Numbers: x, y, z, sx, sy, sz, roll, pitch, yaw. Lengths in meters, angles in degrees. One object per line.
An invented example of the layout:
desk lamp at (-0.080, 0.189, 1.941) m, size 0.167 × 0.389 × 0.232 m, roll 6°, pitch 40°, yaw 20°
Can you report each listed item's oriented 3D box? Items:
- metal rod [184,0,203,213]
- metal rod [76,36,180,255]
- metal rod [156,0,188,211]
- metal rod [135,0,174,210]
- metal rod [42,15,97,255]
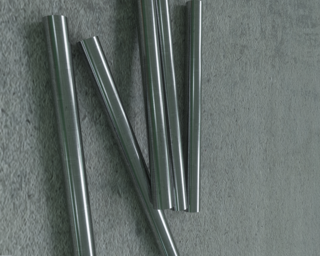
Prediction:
metal rod at (0.047, -0.031, 0.446) m, size 0.025 × 0.025 × 0.298 m, roll 1°, pitch 89°, yaw -40°
metal rod at (-0.032, 0.039, 0.379) m, size 0.025 × 0.025 × 0.298 m, roll -31°, pitch 110°, yaw -36°
metal rod at (0.012, -0.037, 0.416) m, size 0.025 × 0.025 × 0.298 m, roll -9°, pitch 96°, yaw -40°
metal rod at (-0.009, -0.053, 0.381) m, size 0.025 × 0.025 × 0.298 m, roll -3°, pitch 87°, yaw -40°
metal rod at (-0.092, 0.036, 0.328) m, size 0.025 × 0.025 × 0.298 m, roll -10°, pitch 96°, yaw -40°
